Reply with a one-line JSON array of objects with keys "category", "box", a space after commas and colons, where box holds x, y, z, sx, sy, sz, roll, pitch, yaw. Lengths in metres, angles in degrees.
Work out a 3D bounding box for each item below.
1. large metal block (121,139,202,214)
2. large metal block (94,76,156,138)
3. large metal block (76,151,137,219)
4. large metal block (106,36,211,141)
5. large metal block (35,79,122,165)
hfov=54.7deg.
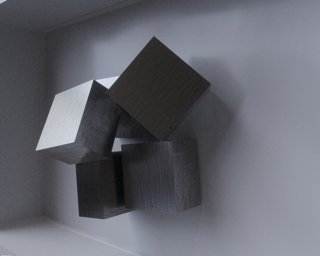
[{"category": "large metal block", "box": [0.001, 0.057, 0.383, 0.080, 0.050, 0.080, -7, 86, 39]}, {"category": "large metal block", "box": [-0.051, -0.027, 0.428, 0.080, 0.050, 0.079, -1, 89, 39]}, {"category": "large metal block", "box": [-0.063, 0.072, 0.419, 0.050, 0.081, 0.080, -8, 85, 39]}, {"category": "large metal block", "box": [0.001, -0.042, 0.353, 0.080, 0.050, 0.080, 42, 95, 6]}, {"category": "large metal block", "box": [-0.098, -0.004, 0.382, 0.080, 0.050, 0.080, -12, 57, 39]}]
